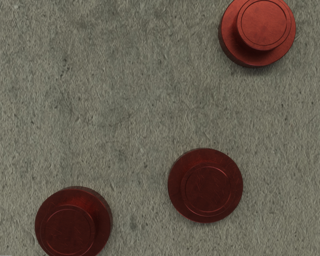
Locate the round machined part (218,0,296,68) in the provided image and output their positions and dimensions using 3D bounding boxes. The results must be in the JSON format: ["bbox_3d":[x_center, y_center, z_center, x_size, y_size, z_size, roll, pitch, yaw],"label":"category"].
[{"bbox_3d":[0.128,-0.130,0.402,0.099,0.042,0.097,0,90,0],"label":"round machined part"}]

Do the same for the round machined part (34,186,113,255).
[{"bbox_3d":[-0.114,0.127,0.401,0.099,0.042,0.097,0,90,0],"label":"round machined part"}]

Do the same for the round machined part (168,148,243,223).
[{"bbox_3d":[0.059,0.076,0.402,0.099,0.042,0.097,0,90,0],"label":"round machined part"}]
